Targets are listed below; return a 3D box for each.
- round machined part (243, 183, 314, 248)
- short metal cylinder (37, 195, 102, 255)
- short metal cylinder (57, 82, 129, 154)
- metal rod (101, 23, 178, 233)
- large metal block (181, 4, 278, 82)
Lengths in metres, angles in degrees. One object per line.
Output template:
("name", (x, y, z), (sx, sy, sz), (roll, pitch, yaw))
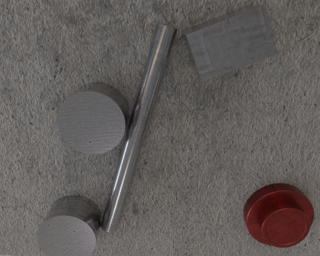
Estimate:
("round machined part", (0.176, 0.134, 0.452), (0.099, 0.042, 0.097), (0, 110, 0))
("short metal cylinder", (-0.128, 0.145, 0.449), (0.081, 0.050, 0.079), (0, 110, 0))
("short metal cylinder", (-0.081, -0.013, 0.391), (0.081, 0.050, 0.079), (0, 110, 0))
("metal rod", (-0.034, 0.014, 0.414), (0.025, 0.025, 0.298), (16, 109, -6))
("large metal block", (0.072, -0.097, 0.346), (0.080, 0.080, 0.050), (-19, 109, 7))
